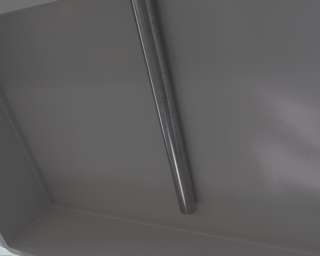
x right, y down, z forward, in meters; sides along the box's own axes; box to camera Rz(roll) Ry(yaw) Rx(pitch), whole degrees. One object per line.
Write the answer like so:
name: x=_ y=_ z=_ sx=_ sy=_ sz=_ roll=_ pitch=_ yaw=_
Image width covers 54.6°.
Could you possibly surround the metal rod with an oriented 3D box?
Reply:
metal rod: x=0.011 y=-0.011 z=0.396 sx=0.025 sy=0.025 sz=0.298 roll=1 pitch=119 yaw=28
